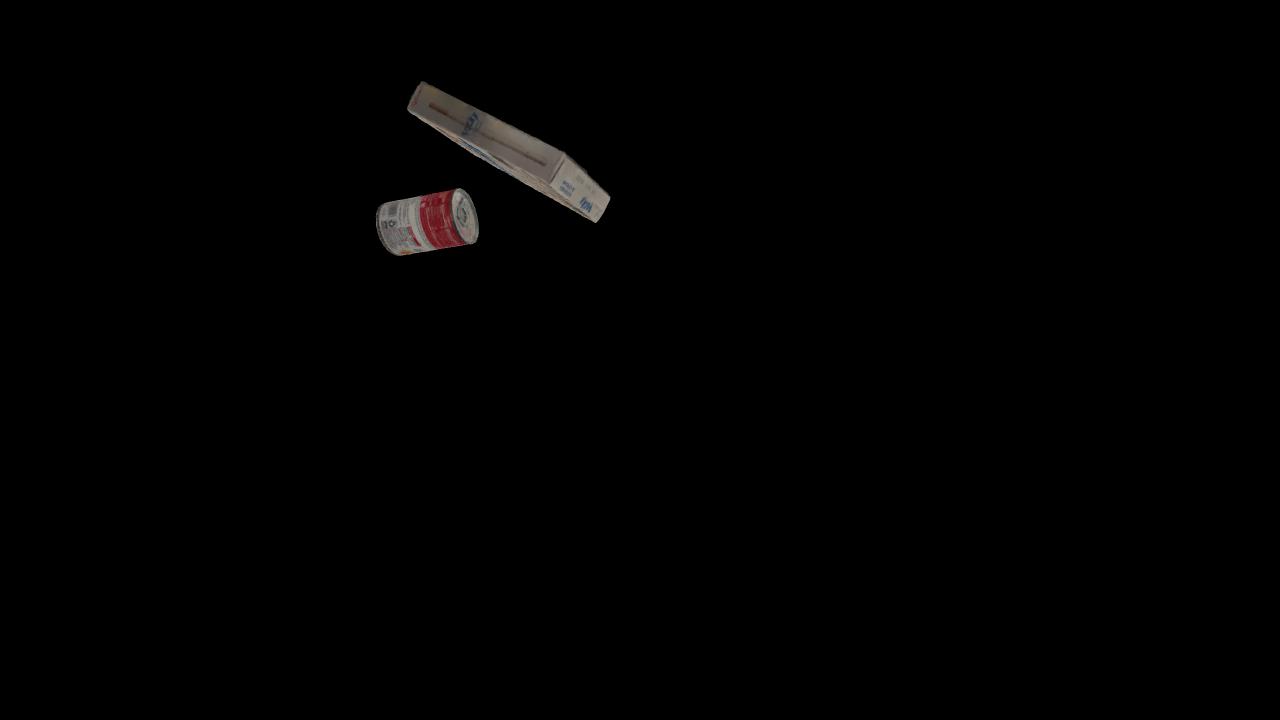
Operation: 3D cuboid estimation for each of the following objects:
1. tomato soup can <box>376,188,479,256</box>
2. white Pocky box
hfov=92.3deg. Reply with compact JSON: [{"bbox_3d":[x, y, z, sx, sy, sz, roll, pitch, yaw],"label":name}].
[{"bbox_3d":[-0.258,-0.166,0.750,0.101,0.068,0.068,-8,-1,11],"label":"tomato soup can"},{"bbox_3d":[-0.101,-0.163,0.484,0.154,0.028,0.084,33,6,22],"label":"white Pocky box"}]
